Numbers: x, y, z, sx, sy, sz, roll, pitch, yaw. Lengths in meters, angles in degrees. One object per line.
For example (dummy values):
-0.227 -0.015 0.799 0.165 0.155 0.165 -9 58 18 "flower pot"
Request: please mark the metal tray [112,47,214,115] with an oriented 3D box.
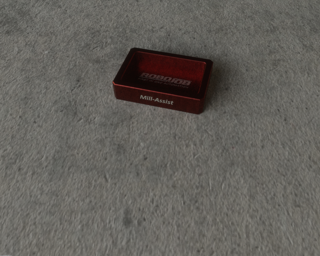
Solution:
0.007 -0.073 0.461 0.130 0.030 0.090 12 51 9 "metal tray"
